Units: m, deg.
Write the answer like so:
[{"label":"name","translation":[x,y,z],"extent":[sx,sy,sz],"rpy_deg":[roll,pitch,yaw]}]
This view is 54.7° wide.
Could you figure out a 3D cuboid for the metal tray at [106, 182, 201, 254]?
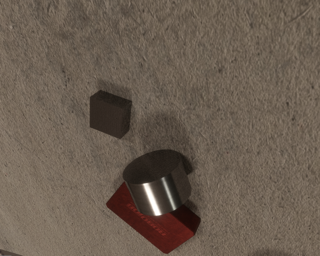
[{"label":"metal tray","translation":[-0.013,0.134,0.491],"extent":[0.130,0.030,0.089],"rpy_deg":[39,129,1]}]

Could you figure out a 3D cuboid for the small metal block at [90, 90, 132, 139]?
[{"label":"small metal block","translation":[-0.069,-0.019,0.430],"extent":[0.050,0.025,0.050],"rpy_deg":[20,126,15]}]

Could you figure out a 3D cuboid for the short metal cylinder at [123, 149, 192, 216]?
[{"label":"short metal cylinder","translation":[-0.003,0.071,0.416],"extent":[0.080,0.080,0.050],"rpy_deg":[-6,115,30]}]
